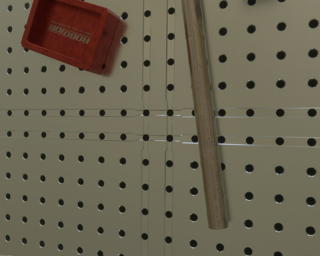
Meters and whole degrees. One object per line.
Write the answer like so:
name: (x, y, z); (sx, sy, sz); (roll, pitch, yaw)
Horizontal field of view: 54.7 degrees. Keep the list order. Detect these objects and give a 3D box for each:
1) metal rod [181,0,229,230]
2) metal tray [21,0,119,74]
metal rod: (0.056, -0.025, 0.392); (0.025, 0.025, 0.298); (-7, 88, 20)
metal tray: (-0.135, -0.143, 0.457); (0.130, 0.030, 0.089); (22, 97, 18)
